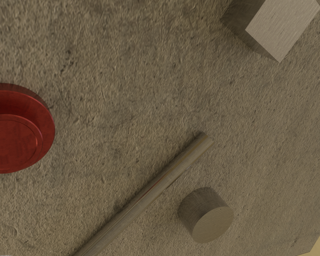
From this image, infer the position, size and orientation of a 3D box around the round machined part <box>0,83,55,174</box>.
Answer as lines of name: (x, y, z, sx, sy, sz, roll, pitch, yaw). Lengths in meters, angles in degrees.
round machined part: (-0.158, 0.007, 0.315, 0.099, 0.042, 0.097, -14, 125, -21)

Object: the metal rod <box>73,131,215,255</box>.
metal rod: (-0.036, 0.118, 0.461, 0.300, 0.025, 0.025, -44, 130, 2)

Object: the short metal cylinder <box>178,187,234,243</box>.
short metal cylinder: (0.077, 0.148, 0.527, 0.081, 0.050, 0.079, -14, 125, -21)

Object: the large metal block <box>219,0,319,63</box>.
large metal block: (0.135, -0.140, 0.380, 0.080, 0.050, 0.080, 25, 104, -37)
